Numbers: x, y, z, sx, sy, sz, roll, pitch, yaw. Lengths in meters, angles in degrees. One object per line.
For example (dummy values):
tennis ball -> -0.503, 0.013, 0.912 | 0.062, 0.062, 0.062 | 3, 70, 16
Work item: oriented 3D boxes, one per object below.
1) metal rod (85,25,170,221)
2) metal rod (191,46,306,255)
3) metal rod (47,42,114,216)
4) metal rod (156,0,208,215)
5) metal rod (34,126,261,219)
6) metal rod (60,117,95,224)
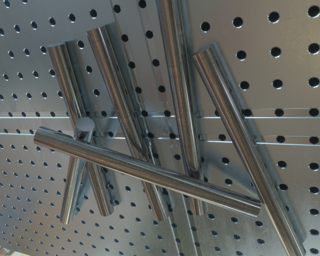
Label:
metal rod -> -0.038, 0.009, 0.437 | 0.025, 0.025, 0.299 | -3, 117, 30
metal rod -> 0.114, 0.042, 0.377 | 0.025, 0.025, 0.299 | -18, 109, 35
metal rod -> -0.117, 0.018, 0.485 | 0.025, 0.025, 0.298 | 5, 121, 26
metal rod -> 0.032, -0.012, 0.387 | 0.025, 0.025, 0.298 | 3, 120, 27
metal rod -> -0.017, 0.057, 0.405 | 0.301, 0.025, 0.025 | 19, 127, 2
metal rod -> -0.144, 0.089, 0.518 | 0.025, 0.025, 0.298 | 33, 136, 7
